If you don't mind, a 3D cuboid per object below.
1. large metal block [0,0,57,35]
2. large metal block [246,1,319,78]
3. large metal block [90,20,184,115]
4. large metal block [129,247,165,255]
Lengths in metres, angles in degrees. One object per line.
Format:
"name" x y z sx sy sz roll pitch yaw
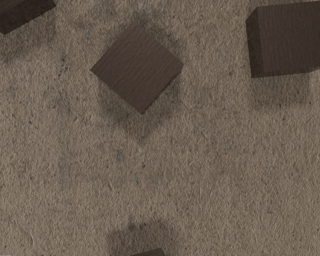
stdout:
"large metal block" -0.195 -0.180 0.395 0.080 0.050 0.080 -30 90 0
"large metal block" 0.161 -0.111 0.400 0.081 0.050 0.079 -6 90 -1
"large metal block" -0.028 -0.073 0.397 0.080 0.050 0.080 41 90 -1
"large metal block" -0.025 0.203 0.377 0.080 0.050 0.080 -15 49 -1
